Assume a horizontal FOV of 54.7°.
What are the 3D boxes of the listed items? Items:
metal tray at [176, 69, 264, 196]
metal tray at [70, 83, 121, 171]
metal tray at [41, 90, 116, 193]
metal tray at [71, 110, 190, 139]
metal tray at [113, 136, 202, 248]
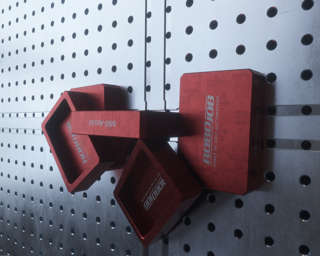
[{"bbox_3d":[0.065,0.002,0.350,0.090,0.030,0.129,4,92,39],"label":"metal tray"},{"bbox_3d":[-0.104,0.000,0.490,0.090,0.030,0.129,-1,90,40],"label":"metal tray"},{"bbox_3d":[-0.127,0.019,0.466,0.090,0.030,0.130,-45,64,30],"label":"metal tray"},{"bbox_3d":[-0.039,-0.006,0.396,0.130,0.091,0.030,2,92,39],"label":"metal tray"},{"bbox_3d":[-0.010,0.080,0.388,0.090,0.030,0.129,53,138,26],"label":"metal tray"}]
